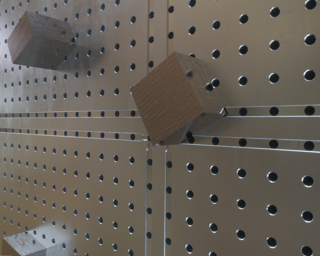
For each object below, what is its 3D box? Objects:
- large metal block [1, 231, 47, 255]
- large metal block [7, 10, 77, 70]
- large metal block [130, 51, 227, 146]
[{"bbox_3d":[-0.277,0.269,0.624,0.080,0.050,0.080,16,100,39],"label":"large metal block"},{"bbox_3d":[-0.209,-0.151,0.548,0.080,0.081,0.050,-34,69,35],"label":"large metal block"},{"bbox_3d":[0.020,-0.032,0.377,0.080,0.050,0.080,-35,68,34],"label":"large metal block"}]
